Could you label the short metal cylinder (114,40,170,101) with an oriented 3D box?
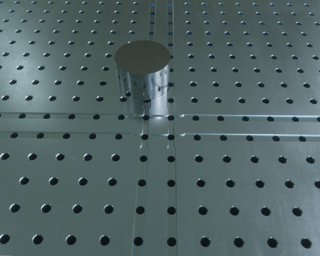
[{"bbox_3d":[-0.025,-0.087,0.465,0.080,0.050,0.080,0,50,0],"label":"short metal cylinder"}]
